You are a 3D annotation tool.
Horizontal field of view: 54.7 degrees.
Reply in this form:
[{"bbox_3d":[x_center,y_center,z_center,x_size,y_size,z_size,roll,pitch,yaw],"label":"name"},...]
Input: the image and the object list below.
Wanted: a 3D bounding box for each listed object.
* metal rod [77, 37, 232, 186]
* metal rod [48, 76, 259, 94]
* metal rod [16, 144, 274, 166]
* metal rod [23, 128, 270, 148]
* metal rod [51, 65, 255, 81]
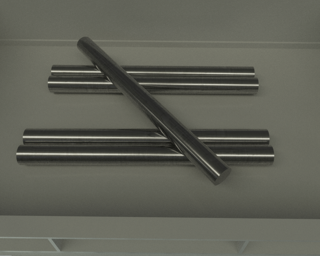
[{"bbox_3d":[-0.025,-0.039,0.404,0.025,0.025,0.300,-31,57,-23],"label":"metal rod"},{"bbox_3d":[-0.010,-0.063,0.456,0.302,0.025,0.025,1,50,0],"label":"metal rod"},{"bbox_3d":[-0.017,0.033,0.375,0.302,0.025,0.025,0,50,0],"label":"metal rod"},{"bbox_3d":[-0.017,0.013,0.391,0.302,0.025,0.025,0,50,0],"label":"metal rod"},{"bbox_3d":[-0.010,-0.082,0.472,0.302,0.025,0.025,1,50,0],"label":"metal rod"}]
